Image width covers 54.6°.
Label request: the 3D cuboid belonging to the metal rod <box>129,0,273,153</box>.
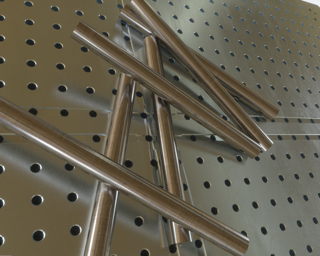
[{"bbox_3d":[0.063,-0.081,0.473,0.300,0.025,0.025,48,51,-2],"label":"metal rod"}]

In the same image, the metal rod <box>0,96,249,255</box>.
[{"bbox_3d":[-0.037,0.054,0.321,0.301,0.025,0.025,31,52,-8],"label":"metal rod"}]

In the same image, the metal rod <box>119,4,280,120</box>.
[{"bbox_3d":[0.068,-0.104,0.507,0.301,0.025,0.025,33,52,-7],"label":"metal rod"}]

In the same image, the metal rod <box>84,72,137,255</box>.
[{"bbox_3d":[-0.054,0.046,0.350,0.025,0.025,0.300,18,55,-18],"label":"metal rod"}]

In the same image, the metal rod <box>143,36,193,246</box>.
[{"bbox_3d":[0.005,-0.003,0.412,0.025,0.025,0.299,6,59,-25],"label":"metal rod"}]

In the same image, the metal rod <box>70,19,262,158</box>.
[{"bbox_3d":[0.022,-0.041,0.413,0.301,0.025,0.025,32,51,-20],"label":"metal rod"}]
